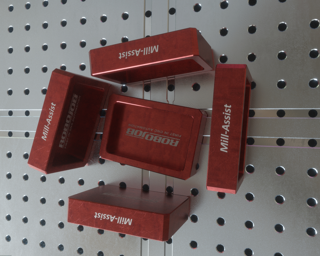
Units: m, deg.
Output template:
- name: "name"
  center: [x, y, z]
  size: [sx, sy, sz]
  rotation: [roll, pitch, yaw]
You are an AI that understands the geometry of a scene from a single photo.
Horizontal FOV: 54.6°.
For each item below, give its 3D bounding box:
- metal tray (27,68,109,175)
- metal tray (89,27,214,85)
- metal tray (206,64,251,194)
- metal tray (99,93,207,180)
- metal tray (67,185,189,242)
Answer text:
- name: "metal tray"
  center: [-0.121, -0.008, 0.421]
  size: [0.030, 0.090, 0.129]
  rotation: [19, 96, 19]
- name: "metal tray"
  center: [-0.008, -0.083, 0.381]
  size: [0.130, 0.090, 0.030]
  rotation: [-7, 88, 20]
- name: "metal tray"
  center: [0.080, 0.000, 0.350]
  size: [0.030, 0.090, 0.129]
  rotation: [5, 92, 20]
- name: "metal tray"
  center: [-0.011, 0.009, 0.413]
  size: [0.130, 0.030, 0.090]
  rotation: [12, 94, 19]
- name: "metal tray"
  center: [-0.037, 0.102, 0.392]
  size: [0.130, 0.090, 0.030]
  rotation: [4, 92, 20]
